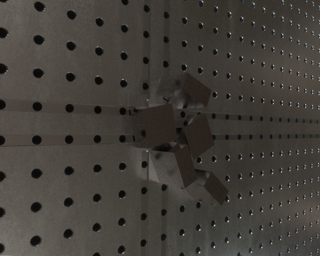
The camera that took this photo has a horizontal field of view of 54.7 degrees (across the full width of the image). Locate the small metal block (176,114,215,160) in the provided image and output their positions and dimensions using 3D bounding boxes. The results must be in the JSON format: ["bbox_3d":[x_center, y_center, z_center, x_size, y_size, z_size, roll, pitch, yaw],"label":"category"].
[{"bbox_3d":[0.049,0.012,0.453,0.050,0.025,0.050,-30,109,-36],"label":"small metal block"}]

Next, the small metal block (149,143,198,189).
[{"bbox_3d":[0.017,0.048,0.409,0.025,0.050,0.050,-28,108,-37],"label":"small metal block"}]

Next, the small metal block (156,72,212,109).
[{"bbox_3d":[0.033,-0.049,0.422,0.050,0.050,0.025,29,72,-37],"label":"small metal block"}]

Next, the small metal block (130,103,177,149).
[{"bbox_3d":[-0.007,-0.004,0.405,0.050,0.025,0.050,-14,99,-39],"label":"small metal block"}]

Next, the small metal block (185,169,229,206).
[{"bbox_3d":[0.062,0.085,0.448,0.050,0.050,0.025,48,61,-30],"label":"small metal block"}]
